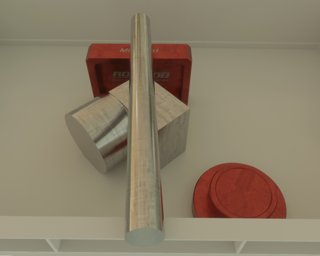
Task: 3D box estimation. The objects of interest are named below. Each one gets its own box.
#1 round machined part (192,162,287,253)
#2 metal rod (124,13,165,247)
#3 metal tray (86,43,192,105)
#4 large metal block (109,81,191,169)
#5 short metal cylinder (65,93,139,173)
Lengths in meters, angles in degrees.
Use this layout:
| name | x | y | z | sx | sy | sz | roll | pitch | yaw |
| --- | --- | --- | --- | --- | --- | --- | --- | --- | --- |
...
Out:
| name | x | y | z | sx | sy | sz | roll | pitch | yaw |
| --- | --- | --- | --- | --- | --- | --- | --- | --- | --- |
| round machined part | 0.085 | 0.077 | 0.330 | 0.099 | 0.042 | 0.098 | 0 | 50 | 0 |
| metal rod | -0.017 | -0.036 | 0.299 | 0.025 | 0.025 | 0.300 | -2 | 44 | -2 |
| metal tray | -0.026 | -0.068 | 0.419 | 0.131 | 0.089 | 0.030 | 0 | 50 | -1 |
| large metal block | -0.013 | -0.006 | 0.374 | 0.050 | 0.080 | 0.080 | -35 | 59 | -26 |
| short metal cylinder | -0.067 | 0.005 | 0.364 | 0.050 | 0.080 | 0.080 | -35 | 59 | -26 |
